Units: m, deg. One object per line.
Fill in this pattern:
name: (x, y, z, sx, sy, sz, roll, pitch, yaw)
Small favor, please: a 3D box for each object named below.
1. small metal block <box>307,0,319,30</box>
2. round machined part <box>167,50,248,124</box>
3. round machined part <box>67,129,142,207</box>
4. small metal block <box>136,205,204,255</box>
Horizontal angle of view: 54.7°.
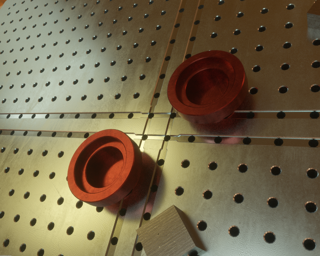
small metal block: (0.220, -0.146, 0.382, 0.050, 0.025, 0.050, 32, 79, 38)
round machined part: (0.062, -0.047, 0.394, 0.098, 0.042, 0.098, -13, 56, 21)
round machined part: (-0.066, 0.054, 0.399, 0.098, 0.042, 0.098, -13, 56, 21)
small metal block: (0.010, 0.119, 0.330, 0.050, 0.025, 0.050, -35, 51, 4)
